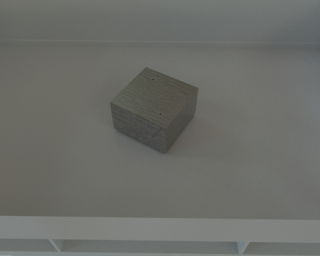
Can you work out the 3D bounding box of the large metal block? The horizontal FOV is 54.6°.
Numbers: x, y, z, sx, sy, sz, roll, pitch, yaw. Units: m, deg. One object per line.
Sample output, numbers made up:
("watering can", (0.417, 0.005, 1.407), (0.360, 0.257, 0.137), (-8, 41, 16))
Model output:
("large metal block", (-0.006, -0.025, 0.406), (0.080, 0.050, 0.080), (25, 54, 19))
